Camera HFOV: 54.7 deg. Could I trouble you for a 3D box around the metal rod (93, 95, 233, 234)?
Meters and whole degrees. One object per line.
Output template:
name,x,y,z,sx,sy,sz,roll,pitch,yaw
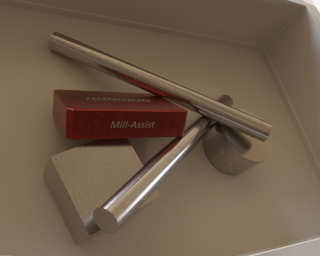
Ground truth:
metal rod,0.029,0.017,0.364,0.025,0.025,0.302,47,37,4

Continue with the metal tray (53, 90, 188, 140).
metal tray,-0.047,-0.017,0.351,0.131,0.030,0.090,-1,18,-27

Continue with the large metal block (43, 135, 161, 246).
large metal block,-0.060,0.059,0.316,0.081,0.050,0.080,-21,73,-36

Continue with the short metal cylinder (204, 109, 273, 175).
short metal cylinder,0.109,0.020,0.435,0.081,0.050,0.080,14,56,-21

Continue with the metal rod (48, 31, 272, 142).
metal rod,0.000,-0.054,0.400,0.301,0.025,0.025,24,52,1
